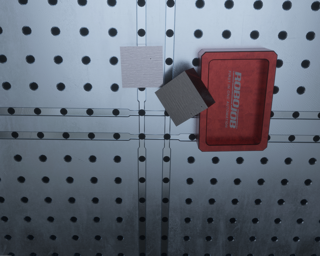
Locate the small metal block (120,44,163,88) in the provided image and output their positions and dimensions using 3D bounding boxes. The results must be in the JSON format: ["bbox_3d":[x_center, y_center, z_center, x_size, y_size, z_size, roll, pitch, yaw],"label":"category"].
[{"bbox_3d":[-0.022,-0.077,0.385,0.050,0.025,0.050,-1,110,0],"label":"small metal block"}]

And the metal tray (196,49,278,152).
[{"bbox_3d":[0.095,-0.035,0.399,0.091,0.030,0.129,-1,110,0],"label":"metal tray"}]

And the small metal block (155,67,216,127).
[{"bbox_3d":[0.030,-0.037,0.377,0.050,0.025,0.050,-32,91,35],"label":"small metal block"}]
